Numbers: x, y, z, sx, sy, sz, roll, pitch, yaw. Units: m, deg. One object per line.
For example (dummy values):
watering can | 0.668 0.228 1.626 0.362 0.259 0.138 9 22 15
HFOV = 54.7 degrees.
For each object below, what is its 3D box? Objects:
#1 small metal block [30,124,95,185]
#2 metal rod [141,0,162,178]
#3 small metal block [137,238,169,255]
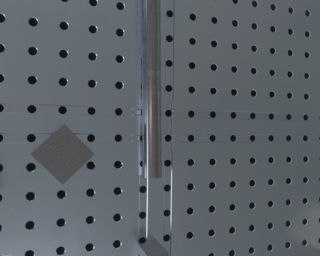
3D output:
small metal block | -0.116 0.030 0.370 0.050 0.025 0.050 -45 104 -14
metal rod | -0.011 -0.085 0.408 0.025 0.025 0.298 0 90 -20
small metal block | -0.007 0.177 0.397 0.025 0.050 0.050 -8 93 -20
